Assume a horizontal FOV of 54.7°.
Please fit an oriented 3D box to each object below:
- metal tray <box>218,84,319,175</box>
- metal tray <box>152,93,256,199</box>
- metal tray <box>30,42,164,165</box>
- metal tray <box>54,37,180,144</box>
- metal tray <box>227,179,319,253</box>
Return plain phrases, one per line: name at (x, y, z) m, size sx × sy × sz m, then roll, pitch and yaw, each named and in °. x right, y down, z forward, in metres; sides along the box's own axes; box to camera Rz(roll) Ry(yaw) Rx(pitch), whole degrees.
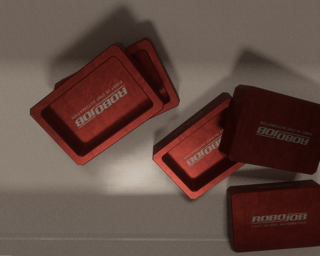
metal tray at (0.147, 0.004, 0.388) m, size 0.131 × 0.030 × 0.089 m, roll 11°, pitch 98°, yaw -18°
metal tray at (0.066, 0.026, 0.419) m, size 0.130 × 0.030 × 0.090 m, roll -38°, pitch 106°, yaw 12°
metal tray at (-0.072, -0.026, 0.365) m, size 0.130 × 0.030 × 0.090 m, roll -35°, pitch 107°, yaw 11°
metal tray at (-0.052, -0.045, 0.391) m, size 0.130 × 0.030 × 0.090 m, roll -25°, pitch 109°, yaw 8°
metal tray at (0.167, 0.127, 0.449) m, size 0.131 × 0.030 × 0.089 m, roll -5°, pitch 99°, yaw 1°
